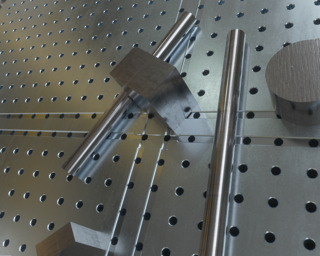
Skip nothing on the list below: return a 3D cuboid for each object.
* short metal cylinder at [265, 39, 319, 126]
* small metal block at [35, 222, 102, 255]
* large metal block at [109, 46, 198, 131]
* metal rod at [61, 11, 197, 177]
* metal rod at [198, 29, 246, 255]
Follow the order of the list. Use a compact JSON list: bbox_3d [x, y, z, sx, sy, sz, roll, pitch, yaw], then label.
[{"bbox_3d":[0.161,-0.049,0.338,0.080,0.050,0.080,-13,56,21],"label":"short metal cylinder"},{"bbox_3d":[-0.106,0.140,0.362,0.050,0.050,0.025,-35,51,5],"label":"small metal block"},{"bbox_3d":[-0.007,-0.051,0.408,0.050,0.080,0.080,-49,51,-6],"label":"large metal block"},{"bbox_3d":[-0.041,-0.057,0.464,0.025,0.025,0.300,29,77,37],"label":"metal rod"},{"bbox_3d":[0.077,0.003,0.365,0.025,0.025,0.300,-2,61,27],"label":"metal rod"}]
